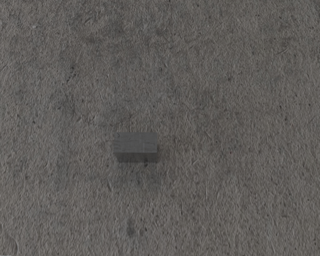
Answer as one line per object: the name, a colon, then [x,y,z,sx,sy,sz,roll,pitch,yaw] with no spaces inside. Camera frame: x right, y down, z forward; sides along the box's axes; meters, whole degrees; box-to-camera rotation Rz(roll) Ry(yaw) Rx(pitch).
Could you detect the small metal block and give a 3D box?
small metal block: [-0.028,0.025,0.386,0.050,0.050,0.025,0,70,0]
